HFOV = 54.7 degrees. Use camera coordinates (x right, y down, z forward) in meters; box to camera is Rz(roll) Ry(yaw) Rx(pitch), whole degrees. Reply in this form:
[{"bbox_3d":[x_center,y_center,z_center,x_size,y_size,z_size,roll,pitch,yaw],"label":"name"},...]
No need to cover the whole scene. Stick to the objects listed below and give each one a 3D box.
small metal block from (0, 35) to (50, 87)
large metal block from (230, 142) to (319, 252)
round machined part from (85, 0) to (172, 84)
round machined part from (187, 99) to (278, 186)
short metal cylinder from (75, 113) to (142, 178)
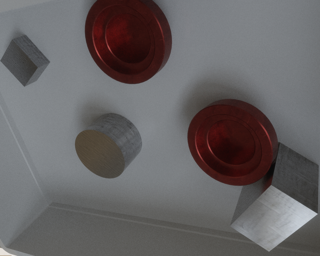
[{"bbox_3d":[-0.196,-0.097,0.450,0.050,0.025,0.050,49,128,-7],"label":"small metal block"},{"bbox_3d":[0.130,0.077,0.351,0.050,0.080,0.079,33,128,6],"label":"large metal block"},{"bbox_3d":[-0.032,-0.103,0.349,0.098,0.042,0.097,13,124,20],"label":"round machined part"},{"bbox_3d":[0.084,0.013,0.353,0.098,0.042,0.097,16,121,30],"label":"round machined part"},{"bbox_3d":[-0.073,0.025,0.445,0.080,0.050,0.079,13,124,20],"label":"short metal cylinder"}]
